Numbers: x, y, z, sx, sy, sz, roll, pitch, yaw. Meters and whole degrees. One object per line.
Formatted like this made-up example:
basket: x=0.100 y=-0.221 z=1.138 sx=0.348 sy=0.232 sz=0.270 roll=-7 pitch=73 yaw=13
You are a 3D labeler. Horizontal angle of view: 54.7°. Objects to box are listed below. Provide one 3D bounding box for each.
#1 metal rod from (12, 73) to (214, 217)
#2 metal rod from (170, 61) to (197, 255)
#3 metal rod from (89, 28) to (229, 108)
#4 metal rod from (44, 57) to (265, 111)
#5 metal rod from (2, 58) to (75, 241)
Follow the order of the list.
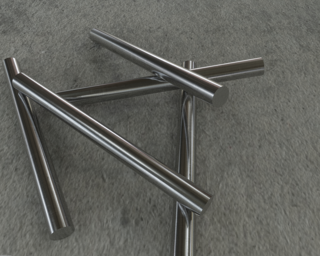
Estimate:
metal rod: x=-0.072 y=0.006 z=0.364 sx=0.300 sy=0.025 sz=0.025 roll=31 pitch=56 yaw=23
metal rod: x=0.033 y=0.019 z=0.387 sx=0.025 sy=0.025 sz=0.300 roll=4 pitch=50 yaw=3
metal rod: x=-0.023 y=-0.098 z=0.436 sx=0.025 sy=0.025 sz=0.300 roll=-30 pitch=42 yaw=-23
metal rod: x=-0.010 y=-0.060 z=0.428 sx=0.302 sy=0.025 sz=0.025 roll=-9 pitch=50 yaw=1
metal rod: x=-0.166 y=0.003 z=0.397 sx=0.025 sy=0.025 sz=0.300 roll=-21 pitch=53 yaw=-17
